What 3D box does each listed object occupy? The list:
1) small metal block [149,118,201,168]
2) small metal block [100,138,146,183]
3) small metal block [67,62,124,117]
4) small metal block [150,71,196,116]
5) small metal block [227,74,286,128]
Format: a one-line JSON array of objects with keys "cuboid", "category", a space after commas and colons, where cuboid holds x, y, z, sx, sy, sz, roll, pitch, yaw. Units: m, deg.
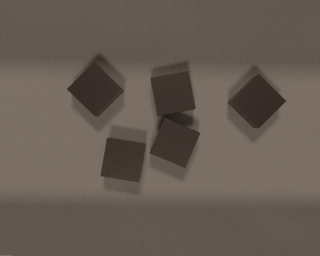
[{"cuboid": [0.019, 0.019, 0.412, 0.050, 0.025, 0.050, 23, 90, -1], "category": "small metal block"}, {"cuboid": [-0.048, 0.042, 0.411, 0.050, 0.025, 0.050, 10, 90, -1], "category": "small metal block"}, {"cuboid": [-0.084, -0.050, 0.410, 0.050, 0.025, 0.050, 44, 90, -1], "category": "small metal block"}, {"cuboid": [0.017, -0.045, 0.412, 0.050, 0.025, 0.050, -11, 90, -1], "category": "small metal block"}, {"cuboid": [0.128, -0.035, 0.413, 0.050, 0.025, 0.050, 45, 90, -1], "category": "small metal block"}]
